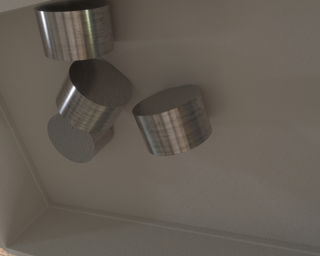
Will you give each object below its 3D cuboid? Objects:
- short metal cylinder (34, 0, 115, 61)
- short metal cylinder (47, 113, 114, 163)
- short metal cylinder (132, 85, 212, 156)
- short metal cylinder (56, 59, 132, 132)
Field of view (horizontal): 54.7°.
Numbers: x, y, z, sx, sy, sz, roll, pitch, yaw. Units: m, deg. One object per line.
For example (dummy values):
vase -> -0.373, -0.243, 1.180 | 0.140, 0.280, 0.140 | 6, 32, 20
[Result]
short metal cylinder -> -0.095, -0.113, 0.351 | 0.080, 0.080, 0.050 | 11, 123, 22
short metal cylinder -> -0.115, 0.004, 0.454 | 0.080, 0.050, 0.079 | 13, 124, 20
short metal cylinder -> 0.015, -0.010, 0.358 | 0.080, 0.080, 0.050 | -7, 115, 31
short metal cylinder -> -0.083, -0.041, 0.389 | 0.080, 0.080, 0.050 | 41, 129, 0
